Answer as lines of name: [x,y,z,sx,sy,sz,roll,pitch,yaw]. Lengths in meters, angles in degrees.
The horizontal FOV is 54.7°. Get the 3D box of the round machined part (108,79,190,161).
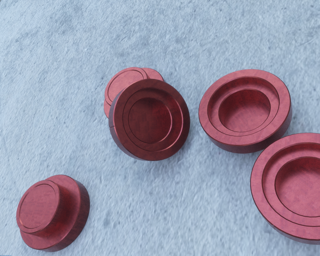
round machined part: [-0.016,-0.008,0.382,0.098,0.098,0.042,-64,19,-17]

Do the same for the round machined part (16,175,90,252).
round machined part: [-0.145,0.106,0.402,0.098,0.042,0.098,-13,56,20]

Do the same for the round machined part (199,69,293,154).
round machined part: [0.097,-0.015,0.351,0.098,0.042,0.098,-13,56,20]

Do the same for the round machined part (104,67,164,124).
round machined part: [-0.039,-0.048,0.441,0.098,0.042,0.098,-13,56,20]

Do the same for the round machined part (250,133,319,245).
round machined part: [0.137,0.057,0.286,0.098,0.042,0.098,-13,56,20]
